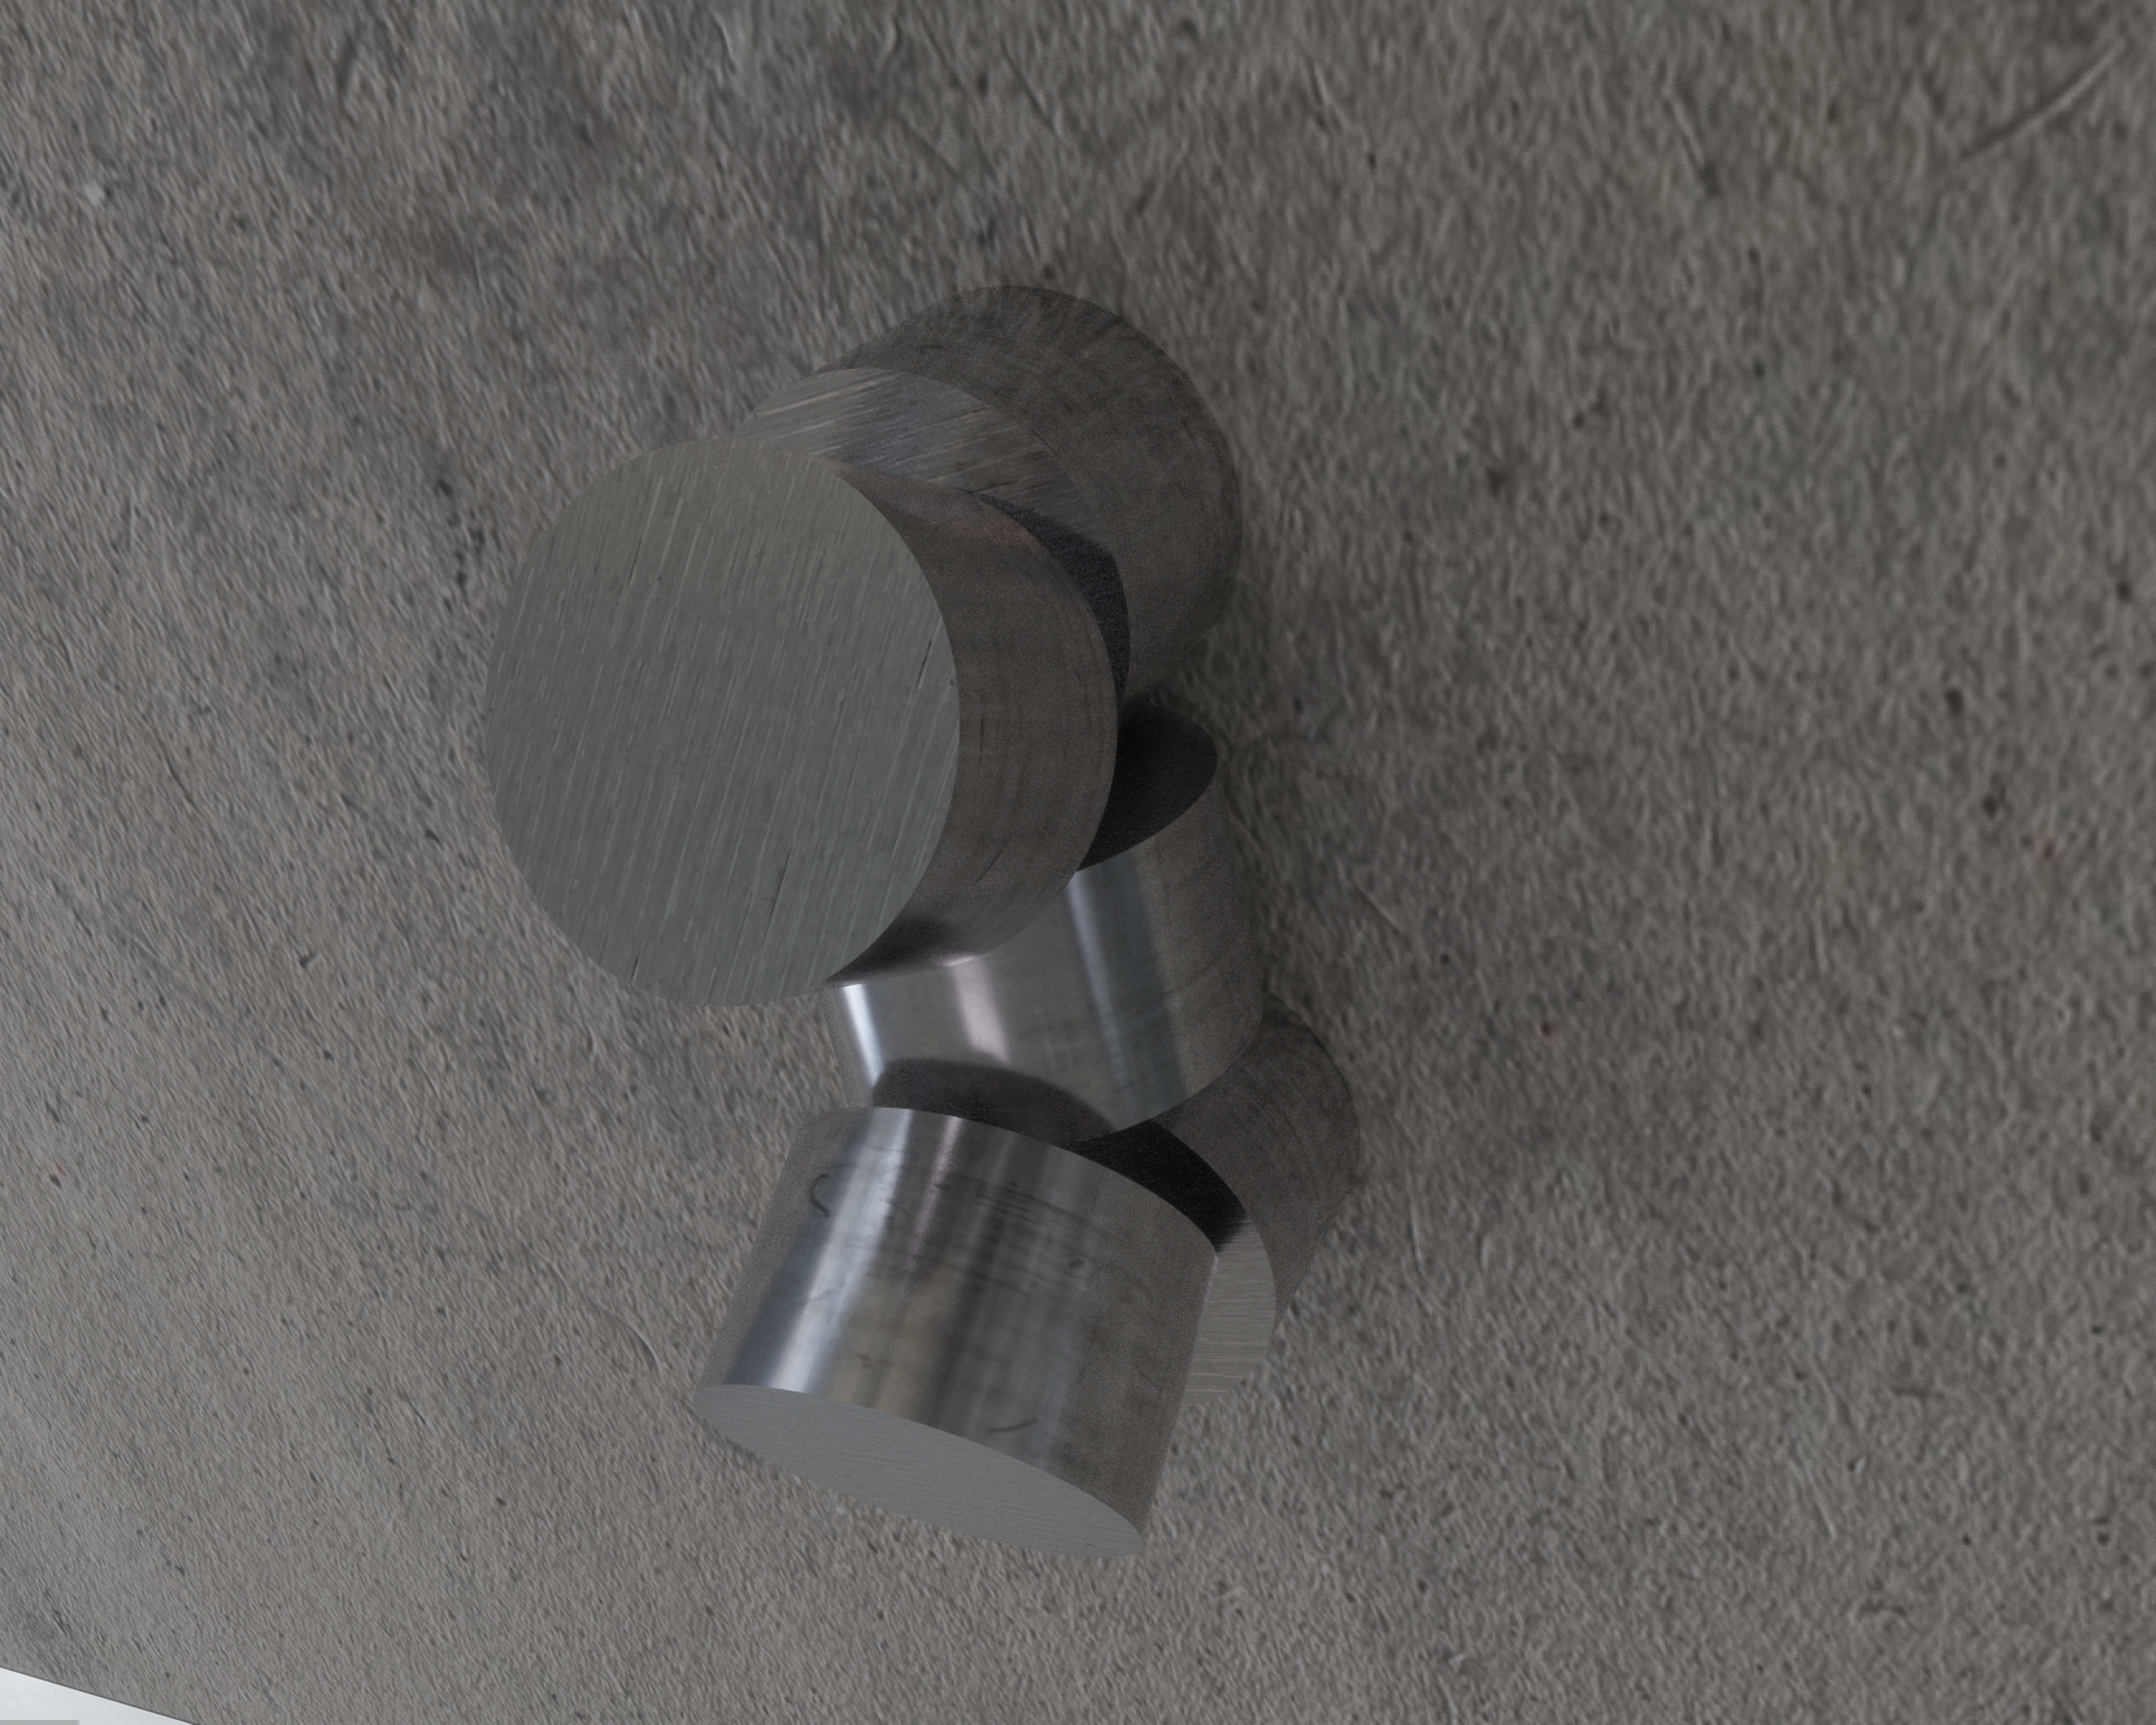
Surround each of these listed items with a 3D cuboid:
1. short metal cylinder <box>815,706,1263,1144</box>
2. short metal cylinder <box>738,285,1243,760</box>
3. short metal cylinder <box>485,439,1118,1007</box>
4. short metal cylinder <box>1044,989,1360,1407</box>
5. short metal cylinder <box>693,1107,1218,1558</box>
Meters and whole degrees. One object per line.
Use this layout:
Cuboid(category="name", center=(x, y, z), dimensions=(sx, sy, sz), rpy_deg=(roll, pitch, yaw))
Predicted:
Cuboid(category="short metal cylinder", center=(-0.010, 0.010, 0.382), dimensions=(0.080, 0.080, 0.050), rpy_deg=(2, 119, 27))
Cuboid(category="short metal cylinder", center=(-0.018, -0.055, 0.366), dimensions=(0.080, 0.050, 0.079), rpy_deg=(13, 124, 21))
Cuboid(category="short metal cylinder", center=(-0.041, -0.021, 0.316), dimensions=(0.080, 0.050, 0.079), rpy_deg=(1, 93, 25))
Cuboid(category="short metal cylinder", center=(0.011, 0.063, 0.424), dimensions=(0.080, 0.050, 0.079), rpy_deg=(13, 124, 21))
Cuboid(category="short metal cylinder", center=(-0.021, 0.084, 0.368), dimensions=(0.080, 0.050, 0.080), rpy_deg=(14, 152, 8))
